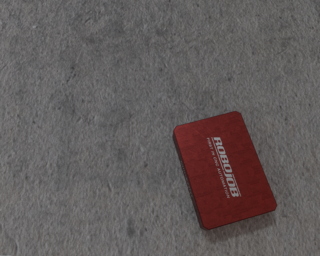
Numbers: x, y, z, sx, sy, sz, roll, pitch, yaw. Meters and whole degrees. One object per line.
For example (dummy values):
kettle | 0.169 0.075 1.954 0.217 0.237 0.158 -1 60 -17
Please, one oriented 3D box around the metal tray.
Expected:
metal tray | 0.076 0.051 0.387 0.090 0.030 0.130 -15 71 -5
